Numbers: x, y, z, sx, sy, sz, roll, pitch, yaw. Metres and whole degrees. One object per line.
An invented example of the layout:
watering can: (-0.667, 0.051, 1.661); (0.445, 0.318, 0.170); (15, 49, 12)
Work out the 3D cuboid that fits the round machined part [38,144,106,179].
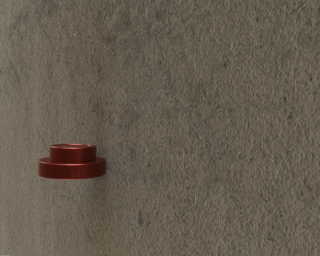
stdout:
round machined part: (-0.131, 0.047, 0.467); (0.098, 0.099, 0.042); (3, 92, 40)
